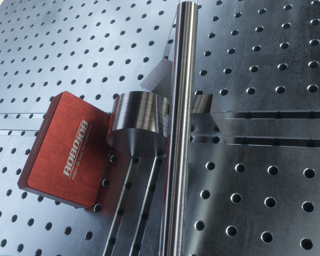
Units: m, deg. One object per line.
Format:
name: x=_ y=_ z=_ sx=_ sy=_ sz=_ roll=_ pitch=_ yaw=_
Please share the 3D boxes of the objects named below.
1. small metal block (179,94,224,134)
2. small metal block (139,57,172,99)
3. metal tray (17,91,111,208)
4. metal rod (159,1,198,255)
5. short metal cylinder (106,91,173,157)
small metal block: x=0.046 y=-0.016 z=0.377 sx=0.050 sy=0.050 sz=0.025 roll=0 pitch=62 yaw=28
small metal block: x=0.007 y=-0.058 z=0.423 sx=0.025 sy=0.050 sz=0.050 roll=35 pitch=81 yaw=38
metal tray: x=-0.114 y=0.029 z=0.403 sx=0.030 sy=0.090 sz=0.130 roll=-17 pitch=52 yaw=46
metal rod: x=0.021 y=0.004 z=0.339 sx=0.025 sy=0.025 sz=0.299 roll=-1 pitch=78 yaw=27
short metal cylinder: x=-0.022 y=-0.003 z=0.385 sx=0.080 sy=0.080 sz=0.050 roll=-7 pitch=59 yaw=24
